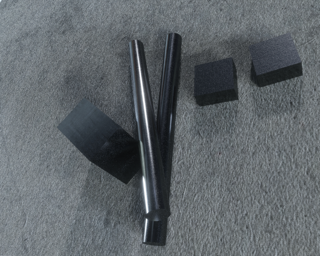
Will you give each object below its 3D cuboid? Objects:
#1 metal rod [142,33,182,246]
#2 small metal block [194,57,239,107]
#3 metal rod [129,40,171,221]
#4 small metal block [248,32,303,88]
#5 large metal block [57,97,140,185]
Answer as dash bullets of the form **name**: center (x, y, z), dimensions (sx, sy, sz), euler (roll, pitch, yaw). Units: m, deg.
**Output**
- **metal rod**: center (0.007, -0.007, 0.402), dimensions (0.025, 0.025, 0.299), euler (-8, 58, 24)
- **small metal block**: center (0.073, -0.059, 0.401), dimensions (0.050, 0.025, 0.050), euler (-9, 58, 23)
- **metal rod**: center (-0.021, -0.024, 0.404), dimensions (0.025, 0.025, 0.300), euler (-23, 46, 14)
- **small metal block**: center (0.141, -0.083, 0.381), dimensions (0.050, 0.025, 0.050), euler (-16, 55, 19)
- **large metal block**: center (-0.069, 0.017, 0.393), dimensions (0.080, 0.080, 0.050), euler (35, 82, 38)
